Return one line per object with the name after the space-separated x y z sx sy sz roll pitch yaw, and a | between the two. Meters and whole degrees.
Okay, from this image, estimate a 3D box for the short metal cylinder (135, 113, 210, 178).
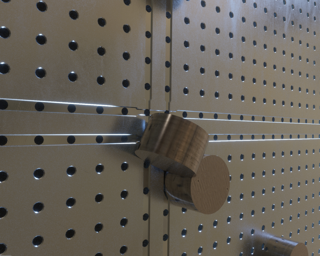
0.016 0.023 0.386 0.080 0.080 0.050 35 68 -35 | short metal cylinder

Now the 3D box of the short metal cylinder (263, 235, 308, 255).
0.243 0.255 0.596 0.081 0.050 0.079 0 90 -40 | short metal cylinder

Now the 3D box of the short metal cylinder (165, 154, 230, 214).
0.053 0.076 0.437 0.081 0.050 0.080 0 90 -40 | short metal cylinder
